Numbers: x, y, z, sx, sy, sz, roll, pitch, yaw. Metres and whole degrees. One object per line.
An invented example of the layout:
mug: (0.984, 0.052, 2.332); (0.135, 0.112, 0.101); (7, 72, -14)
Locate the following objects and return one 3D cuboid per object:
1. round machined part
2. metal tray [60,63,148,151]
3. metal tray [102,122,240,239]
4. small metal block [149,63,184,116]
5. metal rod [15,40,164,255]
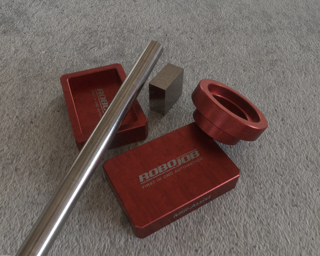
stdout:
round machined part: (0.081, -0.016, 0.388); (0.099, 0.042, 0.098); (25, 29, -14)
metal tray: (-0.079, -0.031, 0.424); (0.091, 0.030, 0.130); (-16, 52, -13)
metal tray: (0.012, 0.054, 0.355); (0.131, 0.030, 0.090); (-23, 54, -19)
small metal block: (0.009, -0.054, 0.432); (0.025, 0.050, 0.050); (25, 54, 19)
metal rod: (-0.064, 0.005, 0.359); (0.025, 0.025, 0.300); (18, 60, 14)
